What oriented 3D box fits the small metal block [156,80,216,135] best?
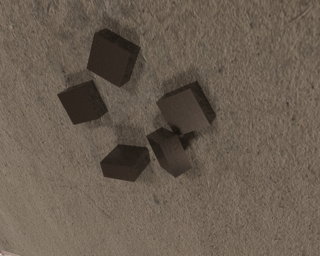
[{"bbox_3d":[0.032,-0.023,0.375,0.050,0.025,0.050,-20,108,35],"label":"small metal block"}]

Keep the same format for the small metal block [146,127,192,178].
[{"bbox_3d":[0.011,0.030,0.402,0.050,0.025,0.050,65,165,-19],"label":"small metal block"}]

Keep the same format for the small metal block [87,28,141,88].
[{"bbox_3d":[-0.058,-0.086,0.383,0.050,0.025,0.050,31,128,8],"label":"small metal block"}]

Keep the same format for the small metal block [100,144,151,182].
[{"bbox_3d":[-0.049,0.049,0.445,0.050,0.050,0.025,5,121,25],"label":"small metal block"}]

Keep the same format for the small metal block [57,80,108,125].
[{"bbox_3d":[-0.110,-0.036,0.441,0.050,0.025,0.050,-11,113,32],"label":"small metal block"}]
